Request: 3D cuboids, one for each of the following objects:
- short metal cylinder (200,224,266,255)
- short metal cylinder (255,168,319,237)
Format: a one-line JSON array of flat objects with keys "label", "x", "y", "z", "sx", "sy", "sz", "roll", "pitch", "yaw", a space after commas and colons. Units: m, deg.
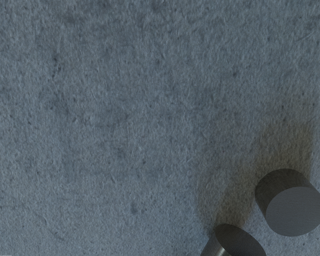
[{"label": "short metal cylinder", "x": 0.106, "y": 0.187, "z": 0.451, "sx": 0.080, "sy": 0.080, "sz": 0.050, "roll": 21, "pitch": 109, "yaw": -8}, {"label": "short metal cylinder", "x": 0.182, "y": 0.104, "z": 0.438, "sx": 0.081, "sy": 0.050, "sz": 0.079, "roll": 0, "pitch": 110, "yaw": -1}]
